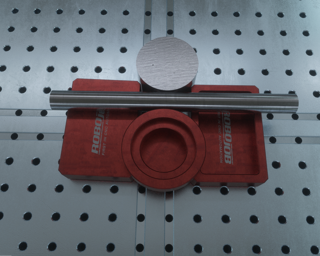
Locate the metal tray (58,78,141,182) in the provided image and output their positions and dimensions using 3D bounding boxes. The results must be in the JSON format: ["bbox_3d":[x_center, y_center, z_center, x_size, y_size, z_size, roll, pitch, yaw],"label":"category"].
[{"bbox_3d":[-0.073,0.001,0.403,0.091,0.030,0.130,3,70,1],"label":"metal tray"}]

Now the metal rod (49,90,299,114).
[{"bbox_3d":[0.017,-0.032,0.387,0.302,0.025,0.025,1,70,0],"label":"metal rod"}]

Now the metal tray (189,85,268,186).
[{"bbox_3d":[0.085,0.008,0.402,0.091,0.030,0.130,1,70,0],"label":"metal tray"}]

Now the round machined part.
[{"bbox_3d":[0.005,0.029,0.378,0.099,0.042,0.098,0,70,0],"label":"round machined part"}]

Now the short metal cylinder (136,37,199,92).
[{"bbox_3d":[0.009,-0.076,0.422,0.081,0.050,0.080,0,70,0],"label":"short metal cylinder"}]
